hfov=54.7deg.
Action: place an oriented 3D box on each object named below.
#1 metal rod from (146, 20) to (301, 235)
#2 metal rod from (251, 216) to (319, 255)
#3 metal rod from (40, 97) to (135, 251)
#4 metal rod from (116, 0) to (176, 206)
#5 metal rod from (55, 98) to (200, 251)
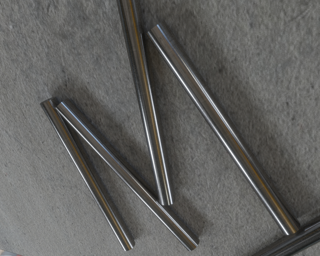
[{"bbox_3d":[0.081,0.008,0.368,0.025,0.025,0.299,-28,104,37],"label":"metal rod"},{"bbox_3d":[0.187,0.136,0.392,0.025,0.025,0.298,37,129,2],"label":"metal rod"},{"bbox_3d":[-0.113,0.087,0.517,0.025,0.025,0.299,-11,113,32],"label":"metal rod"},{"bbox_3d":[-0.013,-0.022,0.398,0.025,0.025,0.298,4,120,26],"label":"metal rod"},{"bbox_3d":[-0.046,0.075,0.475,0.300,0.025,0.025,48,129,-6],"label":"metal rod"}]
